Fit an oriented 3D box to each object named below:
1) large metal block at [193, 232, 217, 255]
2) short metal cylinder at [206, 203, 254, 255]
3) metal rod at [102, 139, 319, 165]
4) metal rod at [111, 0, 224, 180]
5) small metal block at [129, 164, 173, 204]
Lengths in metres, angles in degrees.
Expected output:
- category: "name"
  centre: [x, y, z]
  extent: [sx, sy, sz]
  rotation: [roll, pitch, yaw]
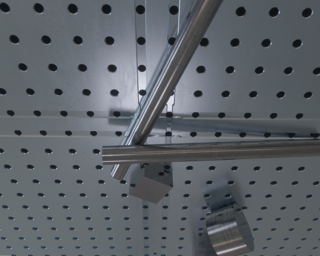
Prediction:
- category: "large metal block"
  centre: [0.091, 0.258, 0.597]
  extent: [0.050, 0.080, 0.079]
  rotation: [-2, 130, 2]
- category: "short metal cylinder"
  centre: [0.119, 0.175, 0.526]
  extent: [0.050, 0.080, 0.080]
  rotation: [-26, 126, 20]
- category: "metal rod"
  centre: [0.076, 0.031, 0.419]
  extent: [0.302, 0.025, 0.025]
  rotation: [-2, 131, -7]
- category: "metal rod"
  centre: [-0.003, -0.035, 0.381]
  extent: [0.025, 0.025, 0.298]
  rotation: [18, 128, -15]
- category: "small metal block"
  centre: [-0.014, 0.089, 0.488]
  extent: [0.050, 0.025, 0.050]
  rotation: [24, 126, -20]
